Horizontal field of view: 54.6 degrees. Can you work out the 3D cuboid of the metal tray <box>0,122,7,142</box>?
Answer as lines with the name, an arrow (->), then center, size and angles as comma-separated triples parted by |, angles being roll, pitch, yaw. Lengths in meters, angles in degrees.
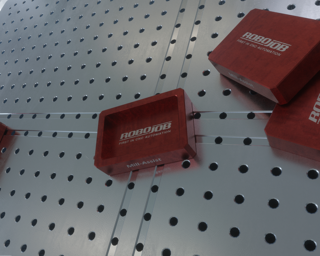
metal tray -> -0.341, 0.047, 0.557 | 0.090, 0.030, 0.130 | -4, 60, 26

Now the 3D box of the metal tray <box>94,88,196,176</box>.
metal tray -> -0.022, 0.006, 0.413 | 0.130, 0.030, 0.090 | -14, 56, 20

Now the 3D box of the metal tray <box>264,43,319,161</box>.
metal tray -> 0.180, -0.030, 0.329 | 0.090, 0.030, 0.130 | 19, 72, 35

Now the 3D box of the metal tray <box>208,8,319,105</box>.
metal tray -> 0.127, -0.090, 0.367 | 0.090, 0.030, 0.130 | -47, 36, 3
